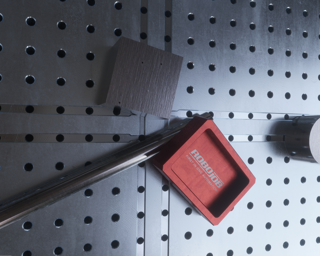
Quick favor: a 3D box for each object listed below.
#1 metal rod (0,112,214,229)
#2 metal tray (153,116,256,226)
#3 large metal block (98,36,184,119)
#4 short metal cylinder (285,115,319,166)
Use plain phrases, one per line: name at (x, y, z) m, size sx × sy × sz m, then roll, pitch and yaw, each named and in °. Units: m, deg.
metal rod at (-0.061, 0.047, 0.390) m, size 0.302 × 0.025 × 0.025 m, roll -24°, pitch 98°, yaw -19°
metal tray at (0.063, 0.059, 0.418) m, size 0.090 × 0.030 × 0.130 m, roll -45°, pitch 115°, yaw -10°
large metal block at (-0.025, -0.059, 0.391) m, size 0.081 × 0.050 × 0.080 m, roll 14°, pitch 85°, yaw -20°
short metal cylinder at (0.249, 0.019, 0.494) m, size 0.081 × 0.050 × 0.079 m, roll 0°, pitch 90°, yaw -21°
